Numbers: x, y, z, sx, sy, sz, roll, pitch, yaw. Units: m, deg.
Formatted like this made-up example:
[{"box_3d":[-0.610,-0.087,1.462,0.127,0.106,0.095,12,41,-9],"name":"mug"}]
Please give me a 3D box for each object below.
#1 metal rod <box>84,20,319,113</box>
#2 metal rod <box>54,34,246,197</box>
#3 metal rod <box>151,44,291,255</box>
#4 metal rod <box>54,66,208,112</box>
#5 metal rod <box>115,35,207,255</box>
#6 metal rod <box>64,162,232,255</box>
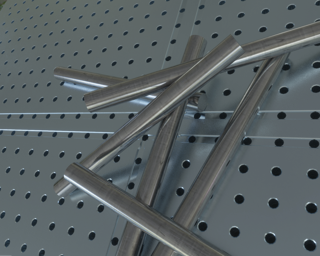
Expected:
[{"box_3d":[0.057,-0.073,0.367,0.301,0.025,0.025,-17,54,3],"name":"metal rod"},{"box_3d":[-0.028,-0.002,0.377,0.299,0.025,0.025,-38,50,21],"name":"metal rod"},{"box_3d":[0.074,0.024,0.354,0.025,0.025,0.300,23,74,36],"name":"metal rod"},{"box_3d":[-0.064,-0.067,0.484,0.300,0.025,0.025,16,70,34],"name":"metal rod"},{"box_3d":[0.004,0.022,0.372,0.025,0.025,0.299,9,73,32],"name":"metal rod"},{"box_3d":[0.018,0.108,0.302,0.300,0.025,0.025,25,75,26],"name":"metal rod"}]
